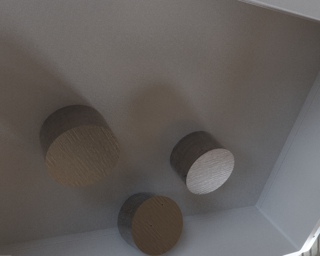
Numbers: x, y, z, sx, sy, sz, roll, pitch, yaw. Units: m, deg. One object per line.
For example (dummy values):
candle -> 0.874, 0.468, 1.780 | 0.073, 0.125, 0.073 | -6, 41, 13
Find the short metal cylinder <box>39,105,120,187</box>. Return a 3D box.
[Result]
short metal cylinder -> -0.092, 0.020, 0.355 | 0.081, 0.050, 0.079 | -14, 125, -21

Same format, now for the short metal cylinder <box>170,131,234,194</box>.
short metal cylinder -> 0.062, 0.051, 0.460 | 0.081, 0.050, 0.079 | -14, 125, -21

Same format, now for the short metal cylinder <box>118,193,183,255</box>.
short metal cylinder -> -0.014, 0.136, 0.447 | 0.081, 0.050, 0.080 | 3, 83, -29
